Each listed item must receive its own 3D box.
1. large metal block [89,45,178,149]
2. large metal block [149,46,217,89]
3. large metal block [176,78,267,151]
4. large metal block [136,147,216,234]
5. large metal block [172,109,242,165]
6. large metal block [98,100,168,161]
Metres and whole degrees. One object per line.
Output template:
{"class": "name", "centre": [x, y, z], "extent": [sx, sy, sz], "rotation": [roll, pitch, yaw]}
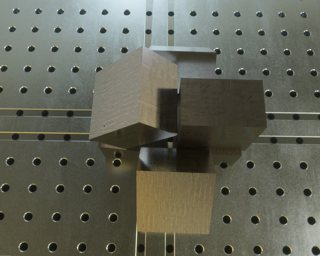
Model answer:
{"class": "large metal block", "centre": [-0.028, -0.028, 0.331], "extent": [0.080, 0.050, 0.080], "rotation": [-17, 63, 42]}
{"class": "large metal block", "centre": [0.026, -0.078, 0.403], "extent": [0.080, 0.080, 0.050], "rotation": [2, 108, 1]}
{"class": "large metal block", "centre": [0.060, -0.011, 0.334], "extent": [0.080, 0.080, 0.050], "rotation": [2, 70, 0]}
{"class": "large metal block", "centre": [0.016, 0.070, 0.351], "extent": [0.080, 0.050, 0.079], "rotation": [2, 115, 1]}
{"class": "large metal block", "centre": [0.057, 0.001, 0.398], "extent": [0.080, 0.050, 0.080], "rotation": [3, 70, 1]}
{"class": "large metal block", "centre": [-0.028, -0.002, 0.400], "extent": [0.080, 0.050, 0.080], "rotation": [7, 70, 2]}
